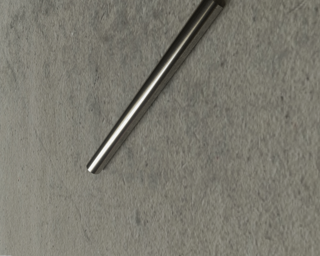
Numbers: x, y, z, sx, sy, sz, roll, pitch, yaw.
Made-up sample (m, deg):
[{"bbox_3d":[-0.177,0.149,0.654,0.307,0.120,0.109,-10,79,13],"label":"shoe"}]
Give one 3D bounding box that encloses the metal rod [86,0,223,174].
[{"bbox_3d":[-0.021,-0.041,0.420,0.298,0.025,0.025,-51,60,27],"label":"metal rod"}]
